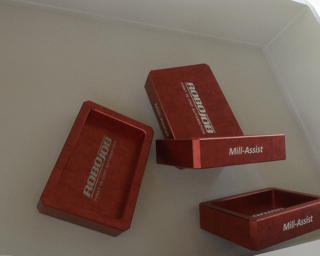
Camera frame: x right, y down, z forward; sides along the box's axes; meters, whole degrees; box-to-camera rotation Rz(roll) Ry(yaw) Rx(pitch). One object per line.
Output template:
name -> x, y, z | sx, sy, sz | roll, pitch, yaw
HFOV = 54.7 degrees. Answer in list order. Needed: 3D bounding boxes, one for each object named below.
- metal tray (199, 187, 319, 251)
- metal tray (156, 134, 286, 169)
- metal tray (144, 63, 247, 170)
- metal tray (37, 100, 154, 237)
metal tray -> 0.124, 0.101, 0.366 | 0.131, 0.090, 0.030 | -4, 91, -30
metal tray -> 0.072, 0.026, 0.372 | 0.131, 0.090, 0.030 | -2, 89, -28
metal tray -> 0.043, -0.019, 0.400 | 0.091, 0.030, 0.130 | -12, 66, -21
metal tray -> -0.064, 0.041, 0.342 | 0.090, 0.030, 0.130 | 24, 53, -14
